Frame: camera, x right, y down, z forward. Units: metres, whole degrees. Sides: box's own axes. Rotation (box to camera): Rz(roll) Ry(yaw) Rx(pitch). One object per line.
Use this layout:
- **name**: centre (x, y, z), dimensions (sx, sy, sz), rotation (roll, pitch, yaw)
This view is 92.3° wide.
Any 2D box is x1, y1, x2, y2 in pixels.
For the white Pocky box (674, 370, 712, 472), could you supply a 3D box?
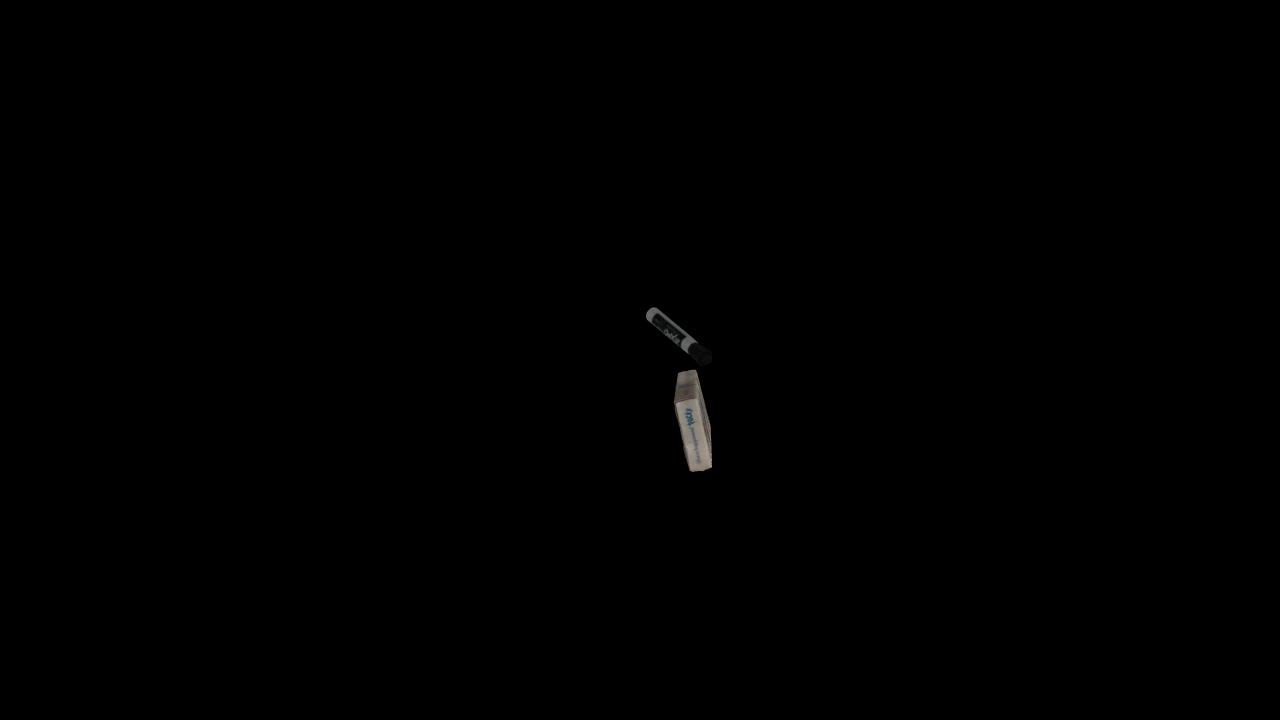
- **white Pocky box**: centre (0.064, 0.067, 0.735), dimensions (0.028, 0.084, 0.154), rotation (-13, 9, 8)

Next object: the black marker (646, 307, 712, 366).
- **black marker**: centre (0.044, -0.027, 0.696), dimensions (0.020, 0.020, 0.121), rotation (0, 28, -32)
